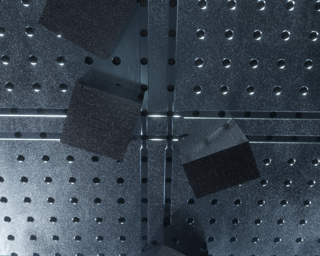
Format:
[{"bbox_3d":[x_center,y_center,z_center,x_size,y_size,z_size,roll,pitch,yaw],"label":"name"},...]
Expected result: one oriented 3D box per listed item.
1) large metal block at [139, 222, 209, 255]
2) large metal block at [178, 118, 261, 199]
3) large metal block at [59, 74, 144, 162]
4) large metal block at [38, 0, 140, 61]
[{"bbox_3d":[0.019,0.206,0.476,0.080,0.050,0.080,29,107,-10],"label":"large metal block"},{"bbox_3d":[0.072,0.036,0.398,0.080,0.080,0.050,-21,109,7],"label":"large metal block"},{"bbox_3d":[-0.072,-0.014,0.394,0.080,0.050,0.080,18,109,-7],"label":"large metal block"},{"bbox_3d":[-0.076,-0.134,0.350,0.080,0.050,0.080,28,108,-10],"label":"large metal block"}]
